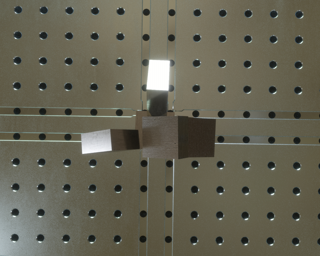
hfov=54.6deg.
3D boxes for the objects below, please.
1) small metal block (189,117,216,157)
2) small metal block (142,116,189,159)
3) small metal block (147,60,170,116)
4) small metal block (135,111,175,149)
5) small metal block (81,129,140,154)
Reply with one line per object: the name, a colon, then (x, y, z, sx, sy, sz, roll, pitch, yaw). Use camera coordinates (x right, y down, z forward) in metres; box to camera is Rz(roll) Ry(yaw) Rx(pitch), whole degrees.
small metal block: (0.044, 0.012, 0.403, 0.050, 0.025, 0.050, 3, 90, -31)
small metal block: (0.006, 0.011, 0.377, 0.050, 0.025, 0.050, 0, 90, 33)
small metal block: (-0.002, -0.049, 0.391, 0.025, 0.050, 0.050, 3, 54, 1)
small metal block: (-0.007, 0.003, 0.414, 0.050, 0.025, 0.050, 2, 90, 0)
small metal block: (-0.062, 0.017, 0.390, 0.050, 0.050, 0.025, -9, 84, 35)
